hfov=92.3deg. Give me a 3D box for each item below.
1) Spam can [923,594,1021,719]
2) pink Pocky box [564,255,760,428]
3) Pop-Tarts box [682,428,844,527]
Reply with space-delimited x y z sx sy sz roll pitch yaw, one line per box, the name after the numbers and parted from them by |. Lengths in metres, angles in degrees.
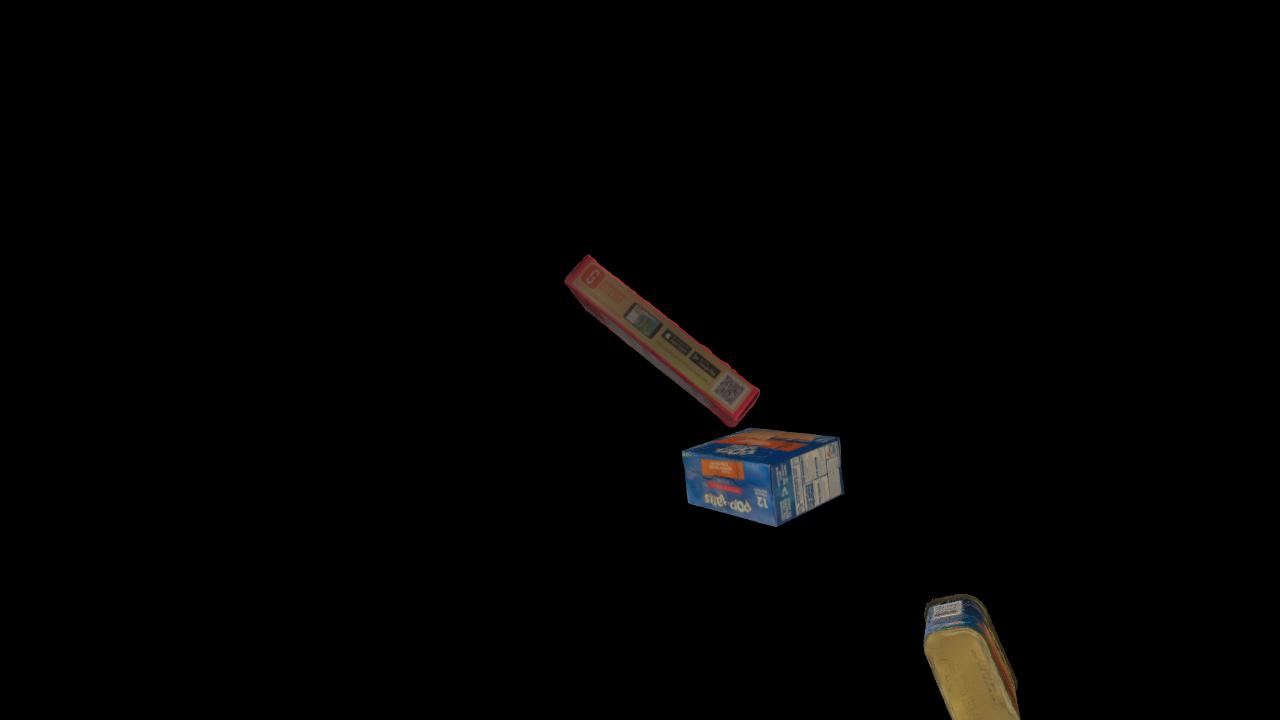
0.300 0.278 0.559 0.058 0.101 0.085 -25 -13 25 | Spam can
0.017 -0.010 0.451 0.155 0.029 0.084 39 -3 11 | pink Pocky box
0.165 0.152 0.841 0.141 0.083 0.167 -13 6 -35 | Pop-Tarts box
